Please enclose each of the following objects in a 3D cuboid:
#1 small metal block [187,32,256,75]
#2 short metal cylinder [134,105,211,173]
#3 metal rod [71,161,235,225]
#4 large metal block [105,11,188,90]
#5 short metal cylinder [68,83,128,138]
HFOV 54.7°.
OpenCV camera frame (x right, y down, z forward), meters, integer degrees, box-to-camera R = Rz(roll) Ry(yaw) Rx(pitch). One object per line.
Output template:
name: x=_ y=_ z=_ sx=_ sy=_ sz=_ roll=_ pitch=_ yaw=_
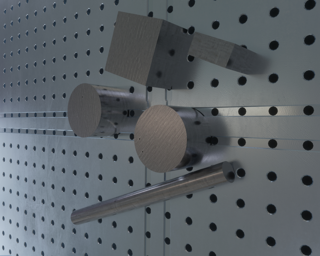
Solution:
small metal block: x=0.067 y=-0.081 z=0.337 sx=0.050 sy=0.050 sz=0.025 roll=31 pitch=109 yaw=36
short metal cylinder: x=0.015 y=0.012 z=0.381 sx=0.080 sy=0.050 sz=0.079 roll=0 pitch=90 yaw=40
metal rod: x=-0.032 y=0.100 z=0.435 sx=0.299 sy=0.025 sz=0.025 roll=-25 pitch=74 yaw=37
large metal block: x=-0.020 y=-0.102 z=0.410 sx=0.080 sy=0.050 sz=0.079 roll=26 pitch=106 yaw=37
short metal cylinder: x=-0.096 y=-0.026 z=0.472 sx=0.080 sy=0.050 sz=0.079 roll=0 pitch=90 yaw=40
